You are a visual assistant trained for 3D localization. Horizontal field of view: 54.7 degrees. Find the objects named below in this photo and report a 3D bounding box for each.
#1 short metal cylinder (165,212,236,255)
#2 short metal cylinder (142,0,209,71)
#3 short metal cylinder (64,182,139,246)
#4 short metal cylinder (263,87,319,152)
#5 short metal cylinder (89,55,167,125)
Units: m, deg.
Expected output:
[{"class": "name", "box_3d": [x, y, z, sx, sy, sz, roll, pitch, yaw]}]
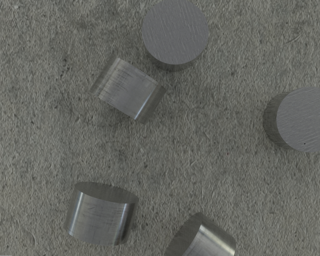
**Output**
[{"class": "short metal cylinder", "box_3d": [0.047, 0.152, 0.383, 0.050, 0.080, 0.080, 38, 90, 0]}, {"class": "short metal cylinder", "box_3d": [0.018, -0.116, 0.397, 0.081, 0.050, 0.080, 0, 90, 0]}, {"class": "short metal cylinder", "box_3d": [-0.071, 0.103, 0.382, 0.080, 0.080, 0.050, 15, 90, 0]}, {"class": "short metal cylinder", "box_3d": [0.181, -0.010, 0.399, 0.081, 0.050, 0.080, 0, 90, 0]}, {"class": "short metal cylinder", "box_3d": [-0.039, -0.045, 0.382, 0.080, 0.080, 0.050, 32, 90, 0]}]
